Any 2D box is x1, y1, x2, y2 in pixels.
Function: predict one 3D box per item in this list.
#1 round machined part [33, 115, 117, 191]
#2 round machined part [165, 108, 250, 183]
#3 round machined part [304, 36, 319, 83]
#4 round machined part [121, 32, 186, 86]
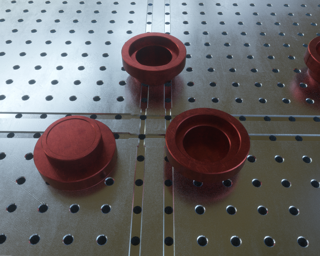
[{"bbox_3d":[-0.103,0.023,0.376,0.099,0.042,0.098,0,50,0],"label":"round machined part"},{"bbox_3d":[0.056,0.025,0.377,0.099,0.042,0.098,0,50,0],"label":"round machined part"},{"bbox_3d":[0.276,-0.101,0.485,0.099,0.042,0.098,0,50,0],"label":"round machined part"},{"bbox_3d":[-0.009,-0.104,0.484,0.099,0.042,0.098,0,50,0],"label":"round machined part"}]
